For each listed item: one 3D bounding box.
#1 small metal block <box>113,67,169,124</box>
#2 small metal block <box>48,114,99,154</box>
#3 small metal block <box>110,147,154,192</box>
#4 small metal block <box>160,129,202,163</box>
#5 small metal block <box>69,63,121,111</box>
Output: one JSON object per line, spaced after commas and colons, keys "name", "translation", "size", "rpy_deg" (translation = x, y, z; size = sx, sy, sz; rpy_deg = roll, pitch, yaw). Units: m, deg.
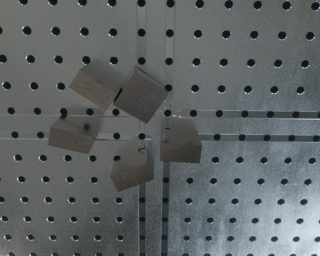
{"name": "small metal block", "translation": [-0.025, -0.041, 0.395], "size": [0.050, 0.025, 0.050], "rpy_deg": [30, 107, -19]}
{"name": "small metal block", "translation": [-0.110, 0.007, 0.401], "size": [0.050, 0.050, 0.025], "rpy_deg": [14, 110, -6]}
{"name": "small metal block", "translation": [-0.036, 0.055, 0.420], "size": [0.050, 0.050, 0.025], "rpy_deg": [-21, 109, 7]}
{"name": "small metal block", "translation": [0.026, 0.023, 0.409], "size": [0.050, 0.050, 0.025], "rpy_deg": [4, 110, -2]}
{"name": "small metal block", "translation": [-0.077, -0.051, 0.380], "size": [0.050, 0.050, 0.025], "rpy_deg": [34, 107, -12]}
